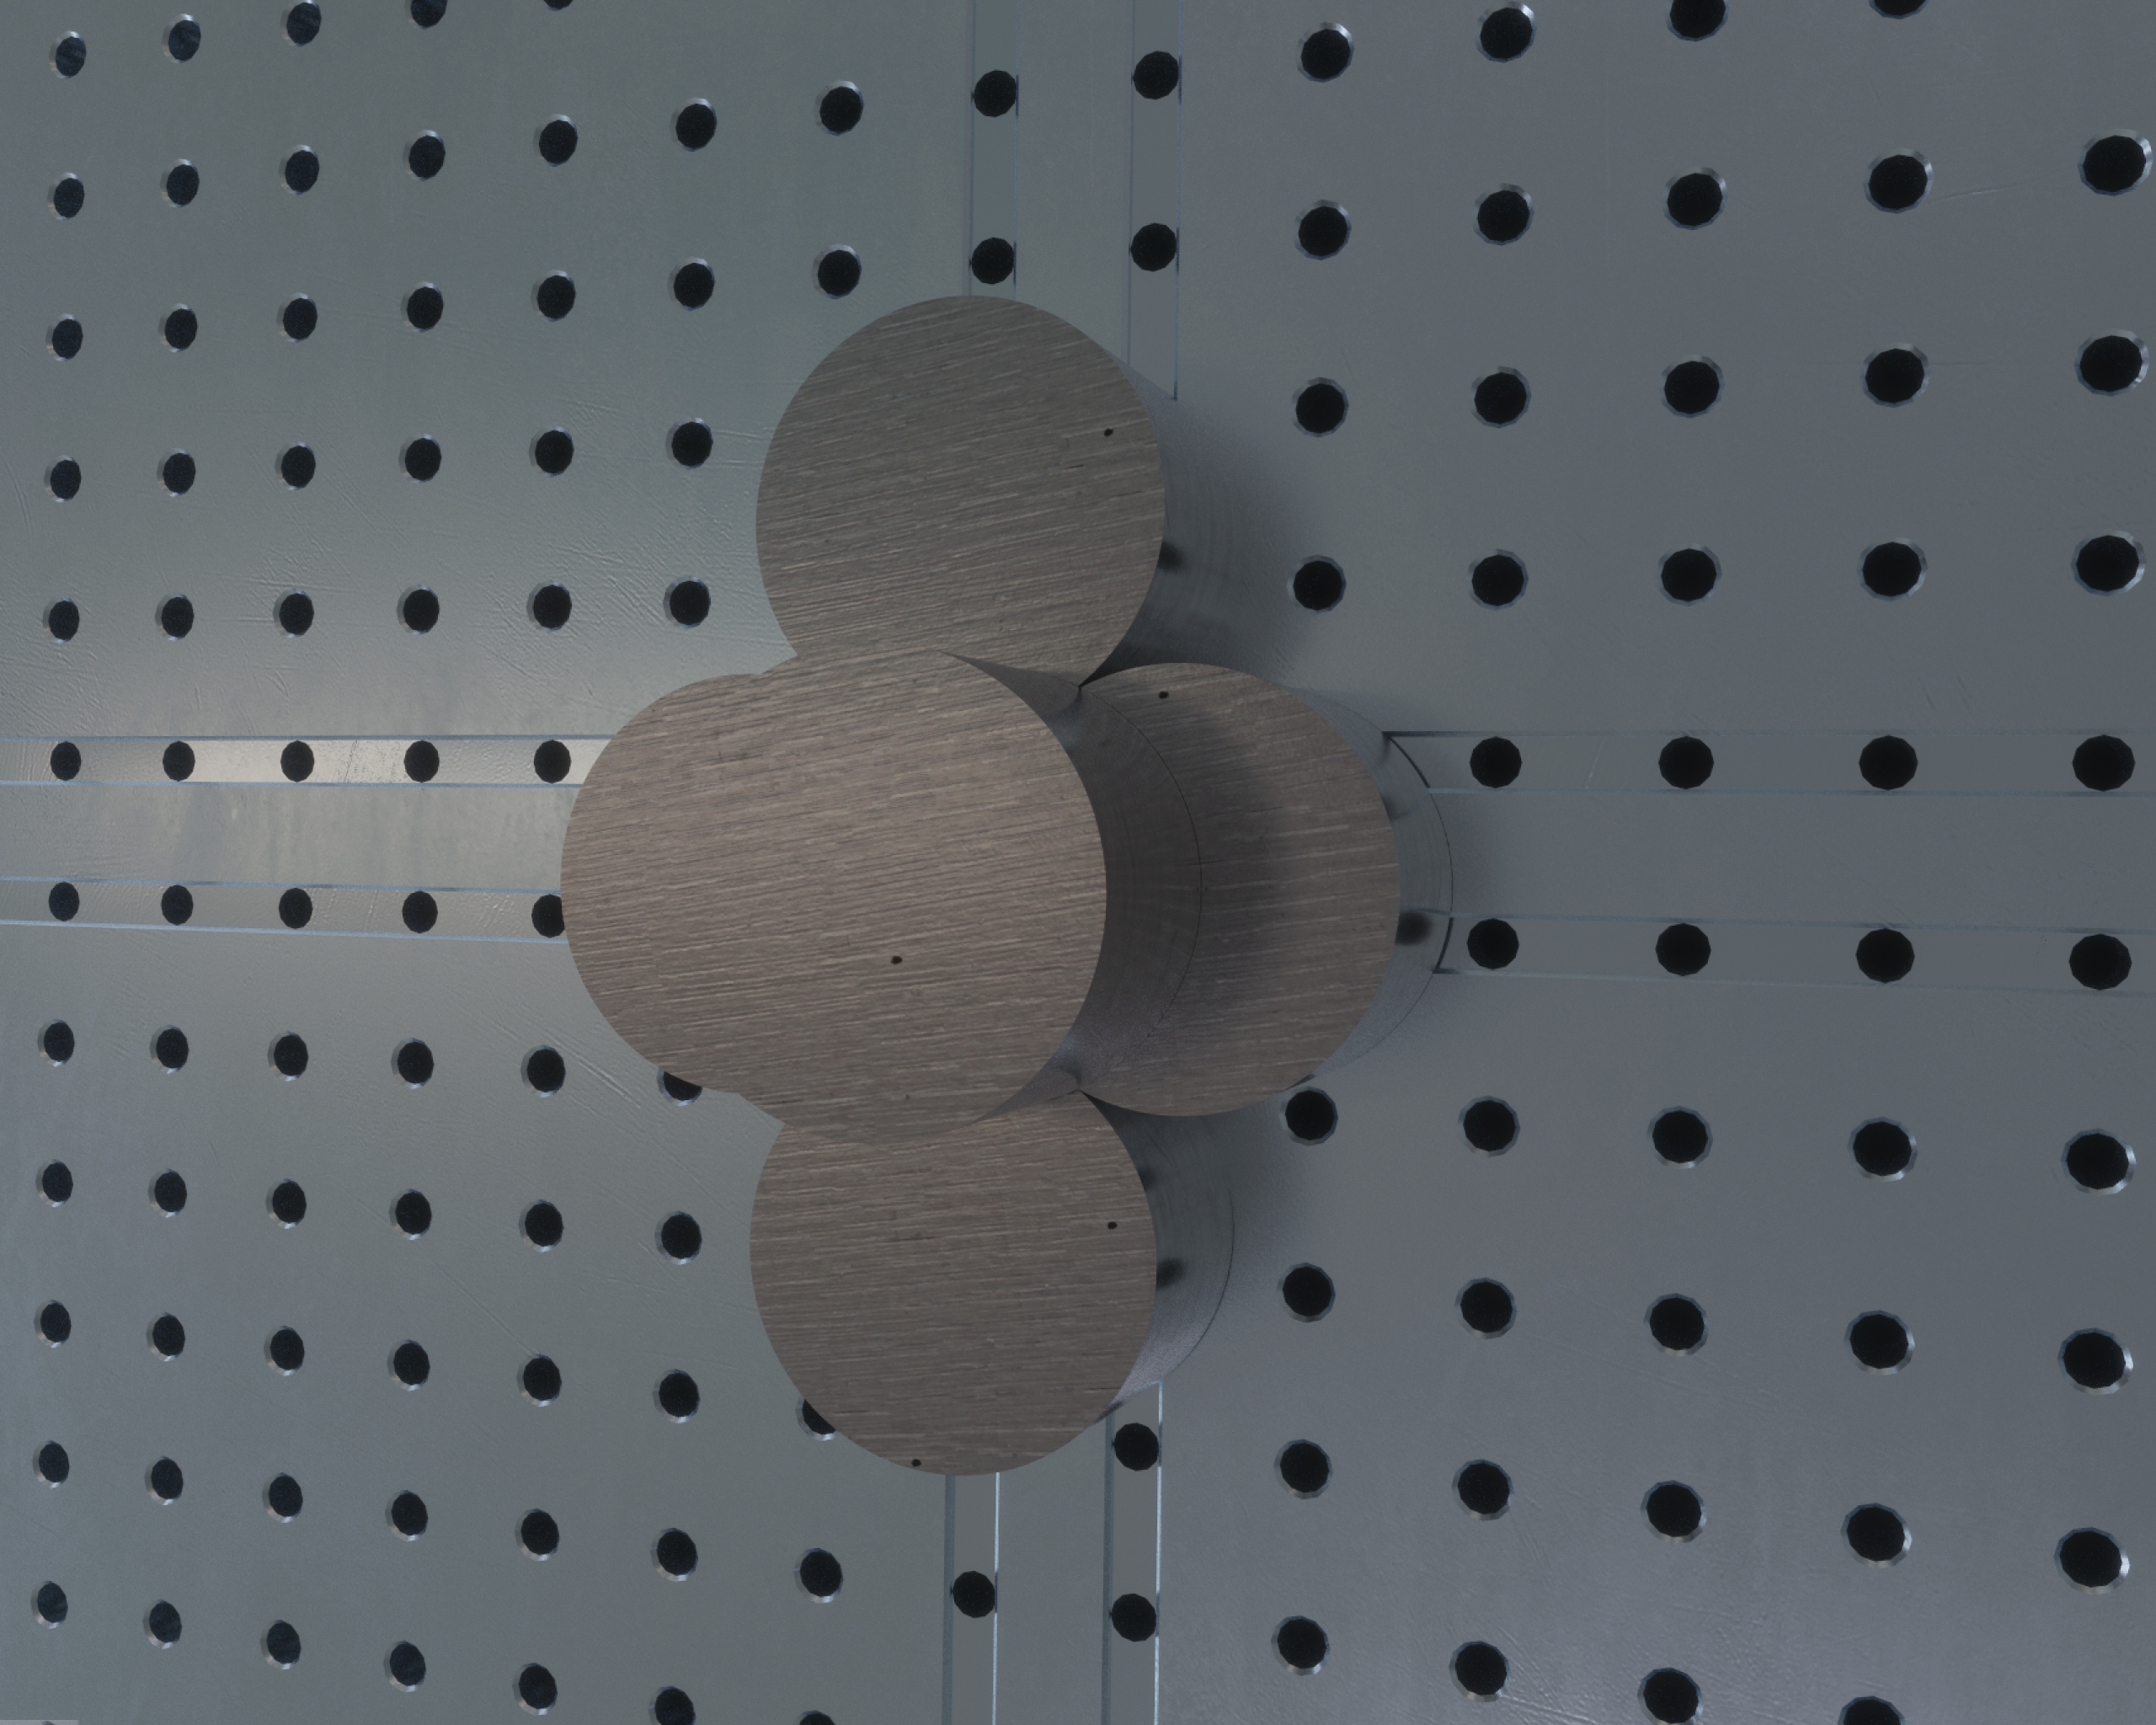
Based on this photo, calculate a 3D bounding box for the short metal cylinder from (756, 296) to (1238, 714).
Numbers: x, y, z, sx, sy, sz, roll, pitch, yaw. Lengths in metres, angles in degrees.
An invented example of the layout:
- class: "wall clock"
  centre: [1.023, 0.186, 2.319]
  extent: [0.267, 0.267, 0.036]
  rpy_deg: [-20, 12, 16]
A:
- class: "short metal cylinder"
  centre: [-0.014, -0.064, 0.404]
  extent: [0.080, 0.050, 0.079]
  rpy_deg: [0, 90, 19]

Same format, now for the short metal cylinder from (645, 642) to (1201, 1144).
- class: "short metal cylinder"
  centre: [-0.025, 0.005, 0.354]
  extent: [0.080, 0.050, 0.079]
  rpy_deg: [0, 90, 20]

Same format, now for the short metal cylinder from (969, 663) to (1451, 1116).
- class: "short metal cylinder"
  centre: [0.025, 0.005, 0.390]
  extent: [0.080, 0.050, 0.080]
  rpy_deg: [0, 90, 20]

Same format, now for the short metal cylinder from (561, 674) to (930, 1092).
- class: "short metal cylinder"
  centre: [-0.055, 0.004, 0.419]
  extent: [0.080, 0.050, 0.079]
  rpy_deg: [0, 90, 20]

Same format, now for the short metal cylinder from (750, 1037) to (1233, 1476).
- class: "short metal cylinder"
  centre: [-0.016, 0.072, 0.404]
  extent: [0.080, 0.050, 0.080]
  rpy_deg: [-1, 88, 19]
